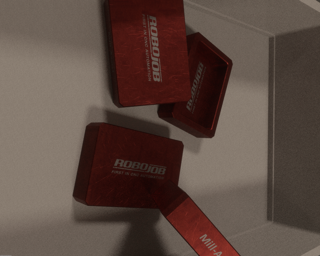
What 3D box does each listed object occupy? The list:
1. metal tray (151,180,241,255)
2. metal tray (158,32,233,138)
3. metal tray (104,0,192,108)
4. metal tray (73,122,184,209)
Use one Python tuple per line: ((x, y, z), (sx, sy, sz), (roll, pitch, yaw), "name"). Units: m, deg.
((0.048, 0.120, 0.338), (0.030, 0.090, 0.130), (-41, 95, -7), "metal tray")
((0.055, -0.060, 0.451), (0.090, 0.030, 0.130), (27, 73, -37), "metal tray")
((-0.014, -0.092, 0.372), (0.091, 0.030, 0.129), (-7, 94, -19), "metal tray")
((-0.032, 0.049, 0.378), (0.131, 0.030, 0.090), (15, 80, -39), "metal tray")
